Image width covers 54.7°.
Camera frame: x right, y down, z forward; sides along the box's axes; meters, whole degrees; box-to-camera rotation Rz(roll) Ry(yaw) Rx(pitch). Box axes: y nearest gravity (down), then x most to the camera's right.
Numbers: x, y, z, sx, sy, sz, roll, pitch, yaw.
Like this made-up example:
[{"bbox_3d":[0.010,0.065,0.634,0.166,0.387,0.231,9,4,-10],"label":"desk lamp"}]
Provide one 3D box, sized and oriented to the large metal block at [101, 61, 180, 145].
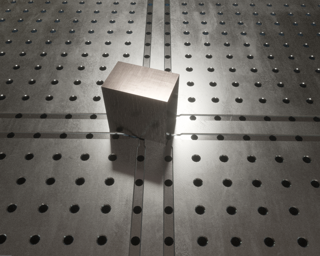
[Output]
[{"bbox_3d":[-0.022,-0.031,0.398,0.080,0.080,0.050,14,52,11],"label":"large metal block"}]
